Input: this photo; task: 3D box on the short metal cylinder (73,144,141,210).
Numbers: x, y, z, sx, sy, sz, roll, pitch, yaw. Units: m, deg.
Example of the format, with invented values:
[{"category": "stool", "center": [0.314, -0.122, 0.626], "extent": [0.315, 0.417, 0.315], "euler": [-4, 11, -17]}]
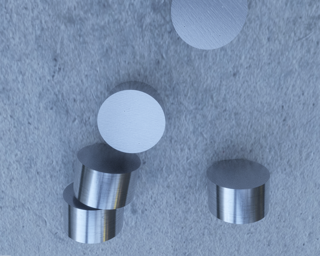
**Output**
[{"category": "short metal cylinder", "center": [-0.069, 0.061, 0.402], "extent": [0.081, 0.080, 0.050], "euler": [11, 110, -5]}]

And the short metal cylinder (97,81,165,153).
[{"category": "short metal cylinder", "center": [-0.034, -0.015, 0.391], "extent": [0.081, 0.050, 0.079], "euler": [0, 110, -1]}]

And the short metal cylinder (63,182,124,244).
[{"category": "short metal cylinder", "center": [-0.089, 0.109, 0.419], "extent": [0.081, 0.080, 0.050], "euler": [5, 110, -2]}]

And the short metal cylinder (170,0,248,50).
[{"category": "short metal cylinder", "center": [0.052, -0.132, 0.349], "extent": [0.081, 0.050, 0.079], "euler": [0, 110, -1]}]

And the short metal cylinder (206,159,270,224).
[{"category": "short metal cylinder", "center": [0.104, 0.082, 0.412], "extent": [0.080, 0.080, 0.050], "euler": [-5, 110, 1]}]
